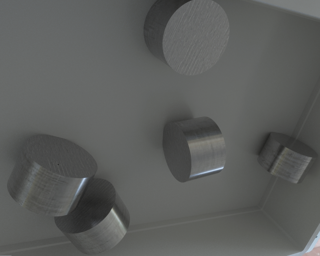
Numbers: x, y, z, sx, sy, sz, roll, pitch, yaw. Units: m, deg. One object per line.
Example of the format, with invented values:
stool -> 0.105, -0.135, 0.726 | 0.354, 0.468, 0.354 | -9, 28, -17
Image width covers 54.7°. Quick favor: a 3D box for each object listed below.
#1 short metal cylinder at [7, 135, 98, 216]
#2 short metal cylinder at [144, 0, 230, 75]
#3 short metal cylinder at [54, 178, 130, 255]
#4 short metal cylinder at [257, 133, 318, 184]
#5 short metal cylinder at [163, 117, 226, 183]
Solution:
short metal cylinder -> -0.117, 0.050, 0.340 | 0.080, 0.080, 0.050 | 18, 109, -35
short metal cylinder -> 0.029, -0.105, 0.343 | 0.081, 0.050, 0.079 | -14, 124, -21
short metal cylinder -> -0.085, 0.111, 0.395 | 0.080, 0.080, 0.050 | -29, 128, -10
short metal cylinder -> 0.212, 0.048, 0.518 | 0.081, 0.080, 0.050 | 7, 115, -32
short metal cylinder -> 0.044, 0.028, 0.414 | 0.050, 0.080, 0.079 | -11, 123, -23
